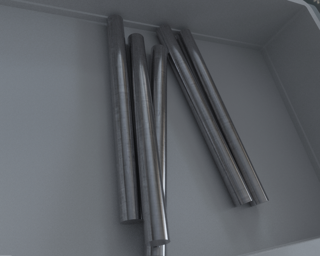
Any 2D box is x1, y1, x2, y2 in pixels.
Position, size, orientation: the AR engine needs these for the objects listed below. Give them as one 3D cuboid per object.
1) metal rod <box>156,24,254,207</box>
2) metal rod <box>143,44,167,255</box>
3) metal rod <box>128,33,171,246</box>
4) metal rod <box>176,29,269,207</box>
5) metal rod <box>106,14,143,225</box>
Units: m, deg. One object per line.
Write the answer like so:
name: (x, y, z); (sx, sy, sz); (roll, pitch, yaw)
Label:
metal rod: (0.058, -0.031, 0.457); (0.025, 0.025, 0.299); (-9, 66, -32)
metal rod: (-0.003, 0.007, 0.400); (0.025, 0.025, 0.299); (14, 56, -21)
metal rod: (-0.019, -0.011, 0.386); (0.025, 0.025, 0.299); (9, 52, -24)
metal rod: (0.088, -0.029, 0.472); (0.025, 0.025, 0.299); (-6, 65, -31)
metal rod: (-0.049, -0.031, 0.399); (0.025, 0.025, 0.299); (6, 59, -26)
